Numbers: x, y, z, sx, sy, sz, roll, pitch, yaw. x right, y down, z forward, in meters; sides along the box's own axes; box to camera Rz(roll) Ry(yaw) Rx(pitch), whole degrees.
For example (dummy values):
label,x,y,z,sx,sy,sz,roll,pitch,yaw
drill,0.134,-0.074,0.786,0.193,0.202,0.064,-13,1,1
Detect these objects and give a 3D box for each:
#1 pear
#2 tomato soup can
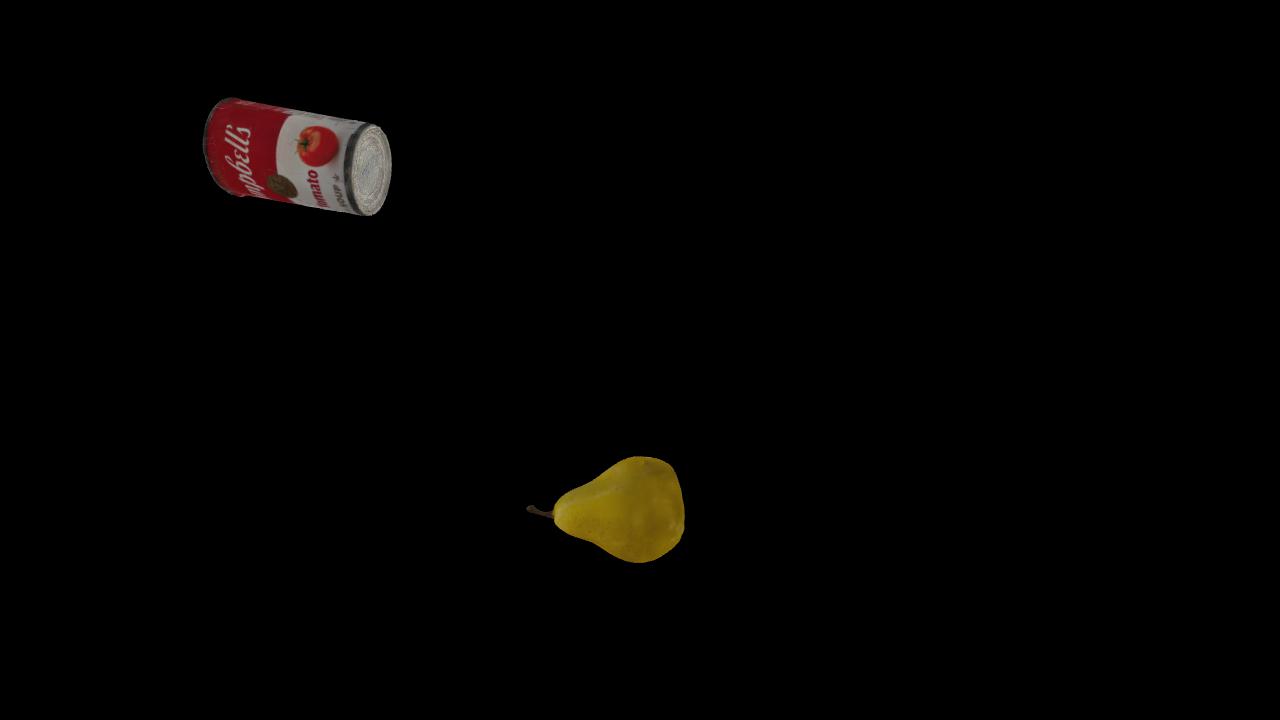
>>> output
label,x,y,z,sx,sy,sz,roll,pitch,yaw
pear,-0.024,0.113,0.450,0.111,0.080,0.080,-10,1,-4
tomato soup can,-0.242,-0.145,0.445,0.101,0.068,0.068,10,0,-2
